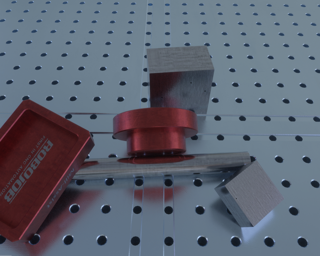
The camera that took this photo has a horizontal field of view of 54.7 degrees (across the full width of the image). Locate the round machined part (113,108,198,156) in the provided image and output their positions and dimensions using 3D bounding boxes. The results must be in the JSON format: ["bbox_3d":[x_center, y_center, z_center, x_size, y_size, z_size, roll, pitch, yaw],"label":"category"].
[{"bbox_3d":[-0.005,0.009,0.361,0.099,0.098,0.042,-2,78,-2],"label":"round machined part"}]

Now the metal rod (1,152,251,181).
[{"bbox_3d":[-0.045,0.047,0.367,0.302,0.025,0.025,-2,50,-3],"label":"metal rod"}]

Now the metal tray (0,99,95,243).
[{"bbox_3d":[-0.144,0.043,0.335,0.090,0.030,0.130,27,70,9],"label":"metal tray"}]

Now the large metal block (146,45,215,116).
[{"bbox_3d":[0.025,-0.063,0.425,0.081,0.080,0.050,-4,50,-4],"label":"large metal block"}]

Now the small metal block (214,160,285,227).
[{"bbox_3d":[0.097,0.071,0.336,0.050,0.025,0.050,-32,83,-24],"label":"small metal block"}]
